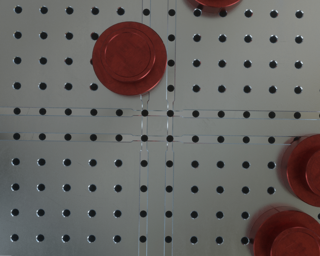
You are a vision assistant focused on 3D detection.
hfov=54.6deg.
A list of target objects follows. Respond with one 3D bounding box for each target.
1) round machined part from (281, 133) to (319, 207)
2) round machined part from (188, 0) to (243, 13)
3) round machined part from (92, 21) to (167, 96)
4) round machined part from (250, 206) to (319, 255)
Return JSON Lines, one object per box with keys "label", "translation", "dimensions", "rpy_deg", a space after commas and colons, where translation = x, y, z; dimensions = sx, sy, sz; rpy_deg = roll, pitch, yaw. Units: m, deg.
{"label": "round machined part", "translation": [0.216, 0.056, 0.406], "dimensions": [0.099, 0.042, 0.097], "rpy_deg": [0, 90, 0]}
{"label": "round machined part", "translation": [0.076, -0.206, 0.405], "dimensions": [0.099, 0.042, 0.097], "rpy_deg": [0, 90, 0]}
{"label": "round machined part", "translation": [-0.040, -0.091, 0.405], "dimensions": [0.099, 0.042, 0.097], "rpy_deg": [0, 90, 0]}
{"label": "round machined part", "translation": [0.172, 0.157, 0.406], "dimensions": [0.099, 0.042, 0.097], "rpy_deg": [0, 90, 0]}
